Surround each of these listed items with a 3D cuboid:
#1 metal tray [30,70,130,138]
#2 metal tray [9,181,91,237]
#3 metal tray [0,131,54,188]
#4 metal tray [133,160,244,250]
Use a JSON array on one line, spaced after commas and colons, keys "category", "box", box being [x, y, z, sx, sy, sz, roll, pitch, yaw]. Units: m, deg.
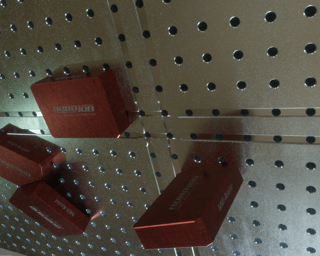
[{"category": "metal tray", "box": [-0.116, -0.031, 0.448, 0.130, 0.030, 0.089, -1, 118, 28]}, {"category": "metal tray", "box": [-0.209, 0.158, 0.592, 0.090, 0.030, 0.130, -19, 123, 35]}, {"category": "metal tray", "box": [-0.264, 0.069, 0.587, 0.130, 0.030, 0.089, 22, 127, 14]}, {"category": "metal tray", "box": [0.039, 0.090, 0.375, 0.090, 0.131, 0.030, -19, 102, 35]}]
